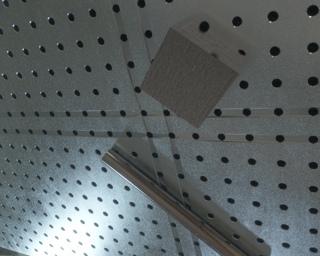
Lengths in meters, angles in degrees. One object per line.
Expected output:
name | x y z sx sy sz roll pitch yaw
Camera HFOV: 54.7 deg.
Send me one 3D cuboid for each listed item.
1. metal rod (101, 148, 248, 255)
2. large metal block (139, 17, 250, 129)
metal rod | 0.035 0.133 0.475 0.300 0.025 0.025 38 129 2
large metal block | 0.036 -0.060 0.339 0.080 0.050 0.079 36 129 4
